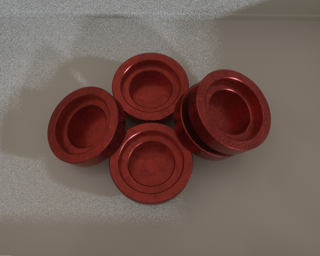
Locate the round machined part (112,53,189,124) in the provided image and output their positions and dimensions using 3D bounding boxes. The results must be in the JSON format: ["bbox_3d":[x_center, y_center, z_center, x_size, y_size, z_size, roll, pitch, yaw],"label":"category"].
[{"bbox_3d":[-0.012,-0.048,0.416,0.099,0.042,0.098,0,70,0],"label":"round machined part"}]

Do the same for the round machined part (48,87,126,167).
[{"bbox_3d":[-0.086,0.001,0.387,0.098,0.042,0.098,-7,68,19],"label":"round machined part"}]

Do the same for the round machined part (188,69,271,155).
[{"bbox_3d":[0.077,-0.016,0.364,0.099,0.042,0.098,8,68,-21],"label":"round machined part"}]

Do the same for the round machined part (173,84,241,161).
[{"bbox_3d":[0.061,-0.006,0.390,0.099,0.042,0.098,8,68,-21],"label":"round machined part"}]

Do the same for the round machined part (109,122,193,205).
[{"bbox_3d":[-0.010,0.045,0.381,0.099,0.042,0.098,0,70,0],"label":"round machined part"}]
